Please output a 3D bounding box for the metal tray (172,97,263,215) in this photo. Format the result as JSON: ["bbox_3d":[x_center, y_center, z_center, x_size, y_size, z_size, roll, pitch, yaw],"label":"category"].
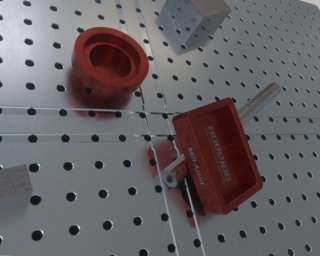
[{"bbox_3d":[0.076,0.033,0.397,0.091,0.030,0.129,-20,91,-39],"label":"metal tray"}]

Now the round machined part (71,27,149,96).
[{"bbox_3d":[-0.068,-0.083,0.411,0.099,0.042,0.098,14,56,-21],"label":"round machined part"}]

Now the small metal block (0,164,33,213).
[{"bbox_3d":[-0.146,0.059,0.278,0.050,0.050,0.025,-11,68,-33],"label":"small metal block"}]

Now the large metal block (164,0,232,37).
[{"bbox_3d":[0.069,-0.219,0.563,0.081,0.050,0.080,-27,77,-37],"label":"large metal block"}]

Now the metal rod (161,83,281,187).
[{"bbox_3d":[0.109,-0.005,0.469,0.302,0.025,0.025,-34,81,-38],"label":"metal rod"}]
